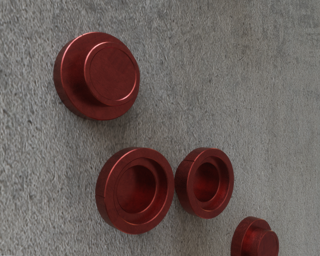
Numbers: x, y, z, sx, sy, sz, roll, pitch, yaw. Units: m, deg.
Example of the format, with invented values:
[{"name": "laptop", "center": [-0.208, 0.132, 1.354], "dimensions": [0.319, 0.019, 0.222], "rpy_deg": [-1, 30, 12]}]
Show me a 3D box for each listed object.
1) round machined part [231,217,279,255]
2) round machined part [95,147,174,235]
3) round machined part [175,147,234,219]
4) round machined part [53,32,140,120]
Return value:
[{"name": "round machined part", "center": [0.170, 0.207, 0.536], "dimensions": [0.099, 0.042, 0.097], "rpy_deg": [0, 90, -40]}, {"name": "round machined part", "center": [-0.033, 0.071, 0.366], "dimensions": [0.099, 0.042, 0.097], "rpy_deg": [0, 90, -40]}, {"name": "round machined part", "center": [0.059, 0.076, 0.443], "dimensions": [0.099, 0.042, 0.097], "rpy_deg": [0, 90, -40]}, {"name": "round machined part", "center": [-0.061, -0.057, 0.342], "dimensions": [0.099, 0.042, 0.097], "rpy_deg": [0, 90, -40]}]
